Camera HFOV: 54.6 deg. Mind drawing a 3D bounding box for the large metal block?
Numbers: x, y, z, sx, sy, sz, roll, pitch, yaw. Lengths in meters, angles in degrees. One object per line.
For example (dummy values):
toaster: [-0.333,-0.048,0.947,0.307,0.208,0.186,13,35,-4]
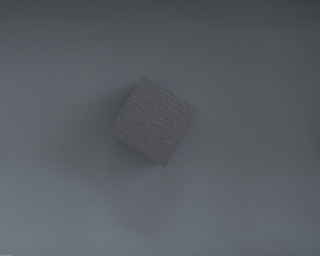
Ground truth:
large metal block: [-0.007,-0.008,0.395,0.080,0.050,0.080,32,89,-1]
